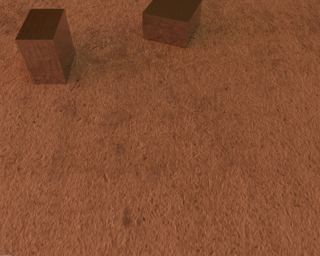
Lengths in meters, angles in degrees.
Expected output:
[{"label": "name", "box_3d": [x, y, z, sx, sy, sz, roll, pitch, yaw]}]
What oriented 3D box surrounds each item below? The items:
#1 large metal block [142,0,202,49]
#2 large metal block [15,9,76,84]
[{"label": "large metal block", "box_3d": [0.022, -0.193, 0.549, 0.080, 0.050, 0.080, 17, 52, 13]}, {"label": "large metal block", "box_3d": [-0.169, -0.123, 0.470, 0.050, 0.080, 0.080, 0, 50, 0]}]
